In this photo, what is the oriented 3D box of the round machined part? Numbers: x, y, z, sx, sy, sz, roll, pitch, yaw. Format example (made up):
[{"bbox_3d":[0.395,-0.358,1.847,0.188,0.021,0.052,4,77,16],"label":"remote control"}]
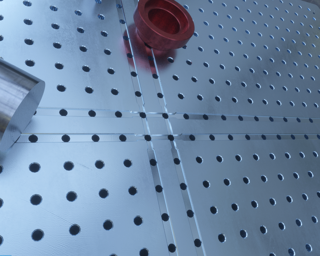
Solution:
[{"bbox_3d":[0.003,-0.165,0.499,0.099,0.042,0.098,14,56,-21],"label":"round machined part"}]

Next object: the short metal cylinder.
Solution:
[{"bbox_3d":[-0.157,-0.024,0.303,0.050,0.080,0.080,29,52,-10],"label":"short metal cylinder"}]
